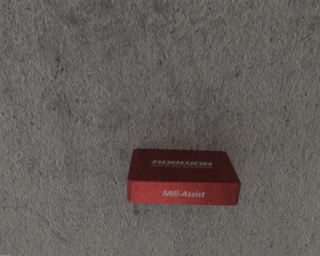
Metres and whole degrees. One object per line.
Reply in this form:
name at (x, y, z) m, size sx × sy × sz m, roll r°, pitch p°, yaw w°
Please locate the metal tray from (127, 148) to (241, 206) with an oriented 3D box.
metal tray at (0.027, 0.060, 0.397) m, size 0.131 × 0.090 × 0.030 m, roll 2°, pitch 110°, yaw -1°
